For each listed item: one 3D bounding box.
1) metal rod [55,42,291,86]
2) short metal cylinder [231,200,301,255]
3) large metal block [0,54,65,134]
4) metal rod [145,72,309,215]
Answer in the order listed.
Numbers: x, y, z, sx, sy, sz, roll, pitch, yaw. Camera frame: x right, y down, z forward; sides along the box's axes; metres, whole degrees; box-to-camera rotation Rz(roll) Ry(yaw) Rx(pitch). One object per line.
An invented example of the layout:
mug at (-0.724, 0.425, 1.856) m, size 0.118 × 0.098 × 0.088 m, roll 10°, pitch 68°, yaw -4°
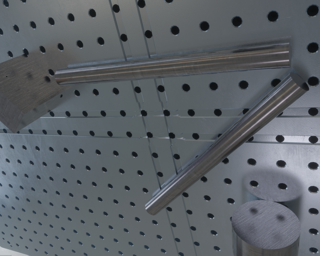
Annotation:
metal rod at (-0.007, -0.072, 0.370) m, size 0.300 × 0.025 × 0.025 m, roll 0°, pitch 119°, yaw 28°
short metal cylinder at (0.132, 0.137, 0.391) m, size 0.080 × 0.080 × 0.050 m, roll 6°, pitch 121°, yaw 25°
large metal block at (-0.204, -0.052, 0.451) m, size 0.080 × 0.080 × 0.050 m, roll 44°, pitch 129°, yaw -3°
metal rod at (0.063, 0.041, 0.403) m, size 0.025 × 0.025 × 0.298 m, roll 41°, pitch 129°, yaw 0°
